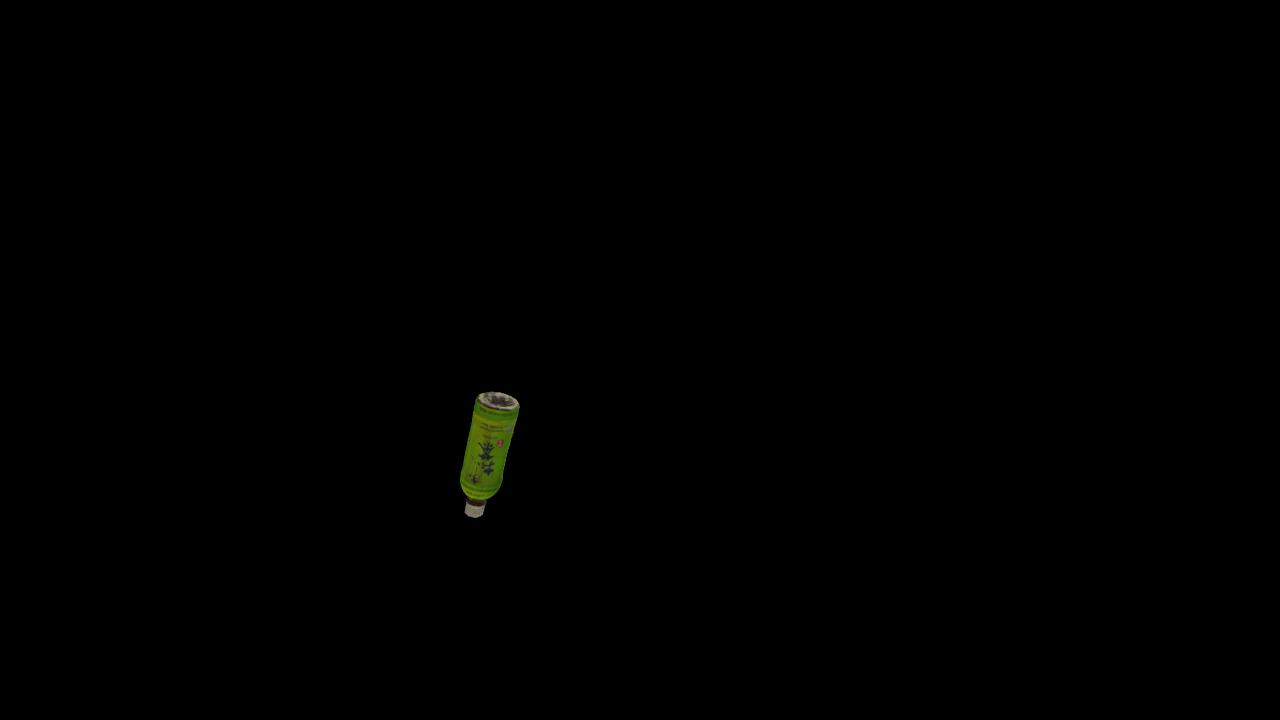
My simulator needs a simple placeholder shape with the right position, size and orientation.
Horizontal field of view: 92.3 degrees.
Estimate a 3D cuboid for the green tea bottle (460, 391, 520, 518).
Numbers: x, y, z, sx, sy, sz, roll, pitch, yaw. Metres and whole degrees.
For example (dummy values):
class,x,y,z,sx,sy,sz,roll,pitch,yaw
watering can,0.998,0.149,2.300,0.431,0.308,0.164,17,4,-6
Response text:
class,x,y,z,sx,sy,sz,roll,pitch,yaw
green tea bottle,-0.250,0.158,0.998,0.073,0.212,0.073,15,18,-5
